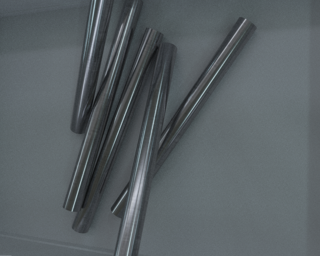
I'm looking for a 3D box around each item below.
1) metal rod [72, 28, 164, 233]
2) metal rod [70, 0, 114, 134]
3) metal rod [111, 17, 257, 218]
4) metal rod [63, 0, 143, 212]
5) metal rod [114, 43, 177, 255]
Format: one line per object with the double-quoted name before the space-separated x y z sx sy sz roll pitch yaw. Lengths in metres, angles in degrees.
"metal rod" -0.061 0.009 0.432 0.025 0.025 0.298 24 98 18
"metal rod" -0.075 -0.108 0.362 0.025 0.025 0.298 36 131 16
"metal rod" 0.024 -0.005 0.401 0.025 0.025 0.299 37 102 16
"metal rod" -0.078 -0.032 0.425 0.025 0.025 0.298 17 91 19
"metal rod" -0.016 0.033 0.358 0.025 0.025 0.299 4 69 20
